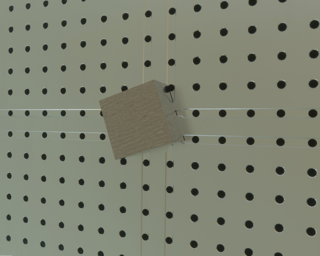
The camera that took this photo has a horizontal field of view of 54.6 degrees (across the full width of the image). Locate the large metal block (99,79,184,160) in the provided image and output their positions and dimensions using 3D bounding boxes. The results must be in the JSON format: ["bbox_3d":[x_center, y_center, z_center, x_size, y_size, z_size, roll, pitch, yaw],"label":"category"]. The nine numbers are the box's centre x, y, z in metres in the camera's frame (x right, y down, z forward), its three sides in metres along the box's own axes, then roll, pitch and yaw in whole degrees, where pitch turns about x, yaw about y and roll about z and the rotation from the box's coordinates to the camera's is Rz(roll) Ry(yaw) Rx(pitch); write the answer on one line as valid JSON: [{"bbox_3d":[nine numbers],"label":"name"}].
[{"bbox_3d":[-0.023,-0.009,0.408,0.080,0.050,0.080,-18,84,19],"label":"large metal block"}]
